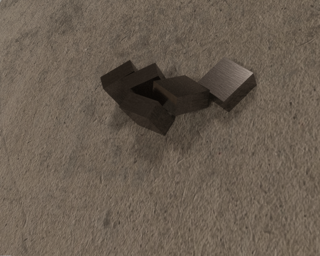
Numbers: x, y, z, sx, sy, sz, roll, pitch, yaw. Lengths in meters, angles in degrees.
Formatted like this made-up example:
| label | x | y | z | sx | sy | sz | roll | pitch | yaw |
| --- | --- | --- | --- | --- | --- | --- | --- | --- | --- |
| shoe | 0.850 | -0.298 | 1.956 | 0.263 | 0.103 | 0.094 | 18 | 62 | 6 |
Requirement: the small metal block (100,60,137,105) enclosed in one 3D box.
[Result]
| label | x | y | z | sx | sy | sz | roll | pitch | yaw |
| --- | --- | --- | --- | --- | --- | --- | --- | --- | --- |
| small metal block | -0.050 | -0.063 | 0.451 | 0.050 | 0.050 | 0.025 | -29 | 52 | 10 |

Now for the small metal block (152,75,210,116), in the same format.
| label | x | y | z | sx | sy | sz | roll | pitch | yaw |
| --- | --- | --- | --- | --- | --- | --- | --- | --- | --- |
| small metal block | 0.026 | -0.042 | 0.391 | 0.050 | 0.025 | 0.050 | -16 | 38 | -31 |

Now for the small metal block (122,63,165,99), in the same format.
| label | x | y | z | sx | sy | sz | roll | pitch | yaw |
| --- | --- | --- | --- | --- | --- | --- | --- | --- | --- |
| small metal block | -0.016 | -0.056 | 0.430 | 0.050 | 0.050 | 0.025 | -22 | 54 | 14 |

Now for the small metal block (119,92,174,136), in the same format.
| label | x | y | z | sx | sy | sz | roll | pitch | yaw |
| --- | --- | --- | --- | --- | --- | --- | --- | --- | --- |
| small metal block | -0.017 | -0.018 | 0.406 | 0.050 | 0.050 | 0.025 | 22 | 75 | 36 |

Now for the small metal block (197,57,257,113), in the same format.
| label | x | y | z | sx | sy | sz | roll | pitch | yaw |
| --- | --- | --- | --- | --- | --- | --- | --- | --- | --- |
| small metal block | 0.084 | -0.056 | 0.393 | 0.050 | 0.025 | 0.050 | -44 | 51 | -3 |
